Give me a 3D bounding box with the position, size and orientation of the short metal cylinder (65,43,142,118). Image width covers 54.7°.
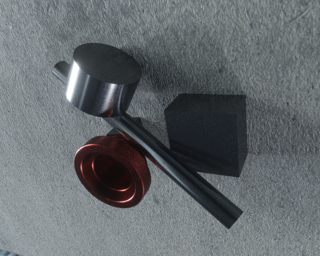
[{"bbox_3d":[-0.068,-0.058,0.371,0.080,0.080,0.050,33,128,6],"label":"short metal cylinder"}]

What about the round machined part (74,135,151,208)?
[{"bbox_3d":[-0.055,0.050,0.392,0.098,0.042,0.097,13,125,20],"label":"round machined part"}]

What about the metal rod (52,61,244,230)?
[{"bbox_3d":[-0.028,0.008,0.379,0.300,0.025,0.025,40,130,19],"label":"metal rod"}]

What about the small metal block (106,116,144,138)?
[{"bbox_3d":[-0.042,0.018,0.425,0.025,0.050,0.050,-2,118,29],"label":"small metal block"}]

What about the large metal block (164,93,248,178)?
[{"bbox_3d":[0.057,0.006,0.365,0.080,0.050,0.079,4,121,25],"label":"large metal block"}]
